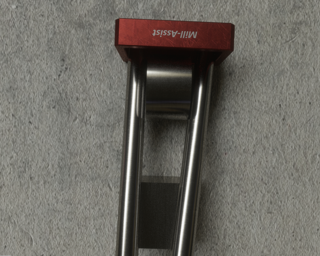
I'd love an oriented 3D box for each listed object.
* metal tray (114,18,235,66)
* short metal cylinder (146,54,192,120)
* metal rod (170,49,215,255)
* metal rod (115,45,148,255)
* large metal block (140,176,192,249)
[{"bbox_3d":[0.016,-0.102,0.378,0.131,0.090,0.030,2,90,-1],"label":"metal tray"},{"bbox_3d":[0.010,-0.050,0.384,0.050,0.080,0.079,2,90,-1],"label":"short metal cylinder"},{"bbox_3d":[0.038,0.045,0.365,0.025,0.025,0.299,9,75,-1],"label":"metal rod"},{"bbox_3d":[-0.033,0.042,0.365,0.025,0.025,0.299,2,75,-1],"label":"metal rod"},{"bbox_3d":[0.002,0.105,0.397,0.081,0.050,0.079,2,90,-1],"label":"large metal block"}]
